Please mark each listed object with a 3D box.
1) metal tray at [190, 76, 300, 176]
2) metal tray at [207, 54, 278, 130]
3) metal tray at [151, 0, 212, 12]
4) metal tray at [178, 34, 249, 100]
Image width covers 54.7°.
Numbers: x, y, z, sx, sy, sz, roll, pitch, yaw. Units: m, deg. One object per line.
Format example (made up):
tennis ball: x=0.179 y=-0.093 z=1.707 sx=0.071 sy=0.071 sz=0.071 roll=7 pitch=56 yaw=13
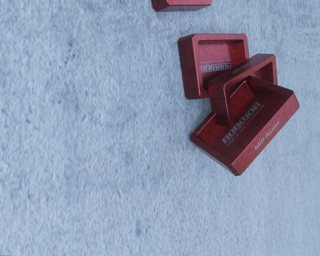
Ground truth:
metal tray: x=0.114 y=-0.008 z=0.431 sx=0.130 sy=0.090 sz=0.030 roll=-48 pitch=129 yaw=-4
metal tray: x=0.133 y=-0.051 z=0.476 sx=0.131 sy=0.030 sz=0.089 roll=-32 pitch=121 yaw=-31
metal tray: x=0.021 y=-0.229 z=0.420 sx=0.091 sy=0.030 sz=0.129 roll=-19 pitch=102 yaw=-39
metal tray: x=0.089 y=-0.097 z=0.478 sx=0.131 sy=0.030 sz=0.089 roll=-15 pitch=100 yaw=-39
